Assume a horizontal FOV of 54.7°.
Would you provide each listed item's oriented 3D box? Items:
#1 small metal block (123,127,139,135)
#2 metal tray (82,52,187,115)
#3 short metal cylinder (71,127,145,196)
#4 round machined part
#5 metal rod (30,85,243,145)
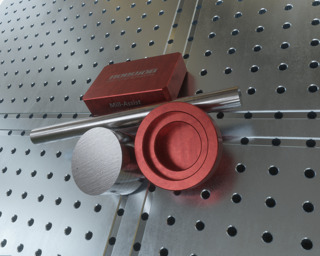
[{"bbox_3d":[-0.037,0.012,0.430,0.050,0.025,0.050,20,72,35],"label":"small metal block"},{"bbox_3d":[-0.035,-0.063,0.442,0.130,0.030,0.090,-4,41,25],"label":"metal tray"},{"bbox_3d":[-0.062,0.042,0.382,0.080,0.050,0.080,-7,76,32],"label":"short metal cylinder"},{"bbox_3d":[0.024,0.021,0.356,0.098,0.042,0.097,-3,82,24],"label":"round machined part"},{"bbox_3d":[-0.047,-0.011,0.405,0.301,0.025,0.025,-10,58,22],"label":"metal rod"}]
